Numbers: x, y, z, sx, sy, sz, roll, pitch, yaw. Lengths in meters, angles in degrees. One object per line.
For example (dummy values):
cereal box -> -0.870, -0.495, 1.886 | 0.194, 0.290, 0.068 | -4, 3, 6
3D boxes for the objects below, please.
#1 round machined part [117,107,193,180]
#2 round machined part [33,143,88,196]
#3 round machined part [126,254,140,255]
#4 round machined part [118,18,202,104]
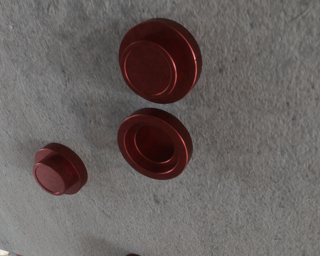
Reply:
round machined part -> -0.003, 0.017, 0.406 | 0.098, 0.042, 0.097 | 13, 124, 20
round machined part -> -0.178, 0.078, 0.535 | 0.098, 0.042, 0.097 | 13, 124, 20
round machined part -> -0.048, 0.282, 0.593 | 0.098, 0.042, 0.097 | 13, 124, 20
round machined part -> -0.005, -0.071, 0.353 | 0.098, 0.042, 0.097 | 13, 124, 20
